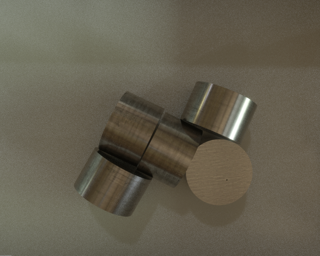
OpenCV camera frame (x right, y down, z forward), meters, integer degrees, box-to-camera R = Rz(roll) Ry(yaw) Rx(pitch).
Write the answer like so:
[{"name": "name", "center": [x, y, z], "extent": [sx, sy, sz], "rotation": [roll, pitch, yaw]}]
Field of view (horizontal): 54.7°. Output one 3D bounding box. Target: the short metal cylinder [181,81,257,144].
[{"name": "short metal cylinder", "center": [0.072, -0.018, 0.383], "extent": [0.080, 0.080, 0.050], "rotation": [23, 90, -1]}]

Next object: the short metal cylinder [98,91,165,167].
[{"name": "short metal cylinder", "center": [-0.034, 0.001, 0.382], "extent": [0.050, 0.080, 0.080], "rotation": [26, 90, -1]}]

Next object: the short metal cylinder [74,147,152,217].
[{"name": "short metal cylinder", "center": [-0.057, 0.065, 0.382], "extent": [0.080, 0.080, 0.050], "rotation": [29, 90, -1]}]

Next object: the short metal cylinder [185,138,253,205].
[{"name": "short metal cylinder", "center": [0.071, 0.053, 0.398], "extent": [0.081, 0.050, 0.079], "rotation": [0, 90, -1]}]

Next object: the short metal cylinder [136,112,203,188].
[{"name": "short metal cylinder", "center": [0.012, 0.027, 0.383], "extent": [0.050, 0.080, 0.080], "rotation": [27, 90, -1]}]
